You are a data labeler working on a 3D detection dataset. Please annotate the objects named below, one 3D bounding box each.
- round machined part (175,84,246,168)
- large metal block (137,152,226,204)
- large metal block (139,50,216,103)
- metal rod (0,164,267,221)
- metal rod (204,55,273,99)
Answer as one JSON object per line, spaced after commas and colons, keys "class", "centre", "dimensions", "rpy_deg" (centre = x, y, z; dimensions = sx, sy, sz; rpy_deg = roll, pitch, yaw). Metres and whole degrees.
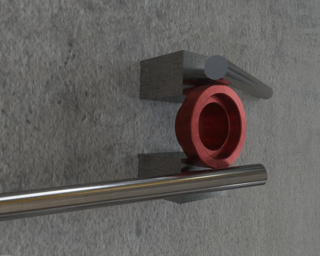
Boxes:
{"class": "round machined part", "centre": [0.056, -0.002, 0.368], "dimensions": [0.099, 0.042, 0.097], "rpy_deg": [0, 90, -40]}
{"class": "large metal block", "centre": [0.028, 0.059, 0.396], "dimensions": [0.081, 0.080, 0.050], "rpy_deg": [1, 89, -40]}
{"class": "large metal block", "centre": [0.030, -0.061, 0.397], "dimensions": [0.081, 0.080, 0.050], "rpy_deg": [1, 89, -40]}
{"class": "metal rod", "centre": [-0.027, 0.063, 0.313], "dimensions": [0.303, 0.025, 0.025], "rpy_deg": [-4, 93, -18]}
{"class": "metal rod", "centre": [0.127, -0.063, 0.445], "dimensions": [0.301, 0.025, 0.025], "rpy_deg": [-2, 92, -62]}
